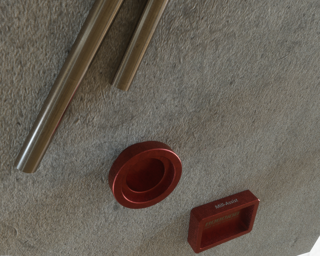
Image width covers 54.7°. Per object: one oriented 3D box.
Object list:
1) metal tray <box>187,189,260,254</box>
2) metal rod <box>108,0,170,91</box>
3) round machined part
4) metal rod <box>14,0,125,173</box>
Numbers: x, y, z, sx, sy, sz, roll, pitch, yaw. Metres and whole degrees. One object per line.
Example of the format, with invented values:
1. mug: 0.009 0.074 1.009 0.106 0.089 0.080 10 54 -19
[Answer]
1. metal tray: 0.118 0.173 0.578 0.131 0.030 0.089 -12 124 -22
2. metal rod: 0.018 -0.175 0.309 0.025 0.025 0.298 15 111 -35
3. round machined part: -0.023 0.059 0.421 0.099 0.042 0.097 -14 125 -21
4. metal rod: -0.076 -0.080 0.316 0.025 0.025 0.299 21 107 -37
